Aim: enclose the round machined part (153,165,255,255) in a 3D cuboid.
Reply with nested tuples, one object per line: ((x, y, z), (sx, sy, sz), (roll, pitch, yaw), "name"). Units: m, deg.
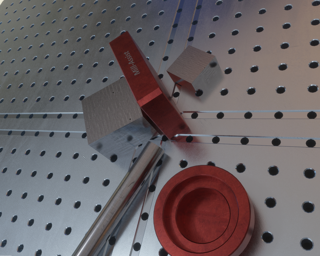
((0.046, 0.091, 0.316), (0.098, 0.042, 0.098), (-13, 56, 20), "round machined part")

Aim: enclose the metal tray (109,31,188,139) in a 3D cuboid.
((-0.016, -0.057, 0.408), (0.030, 0.090, 0.130), (-33, 52, 7), "metal tray")

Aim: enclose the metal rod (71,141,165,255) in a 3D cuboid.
((-0.086, 0.145, 0.362), (0.025, 0.025, 0.300), (24, 74, 36), "metal rod")

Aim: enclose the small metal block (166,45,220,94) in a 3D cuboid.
((0.046, -0.083, 0.434), (0.050, 0.025, 0.050), (-49, 52, -7), "small metal block")

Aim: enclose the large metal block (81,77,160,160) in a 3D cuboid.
((-0.056, -0.015, 0.429), (0.080, 0.050, 0.080), (-27, 53, 11), "large metal block")
